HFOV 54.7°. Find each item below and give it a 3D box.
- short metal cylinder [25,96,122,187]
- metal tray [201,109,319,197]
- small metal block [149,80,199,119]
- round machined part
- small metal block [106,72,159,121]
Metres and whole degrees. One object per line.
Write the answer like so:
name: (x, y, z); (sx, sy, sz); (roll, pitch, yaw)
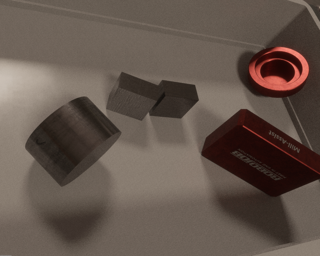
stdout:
short metal cylinder: (-0.086, 0.014, 0.316); (0.050, 0.080, 0.080); (46, 51, 3)
metal tray: (0.134, 0.038, 0.415); (0.130, 0.090, 0.030); (31, 52, -9)
small metal block: (0.017, -0.038, 0.423); (0.050, 0.050, 0.025); (4, 60, -27)
round machined part: (0.205, -0.092, 0.545); (0.098, 0.042, 0.098); (-5, 59, 8)
small metal block: (-0.035, -0.039, 0.396); (0.050, 0.050, 0.025); (19, 55, -18)
